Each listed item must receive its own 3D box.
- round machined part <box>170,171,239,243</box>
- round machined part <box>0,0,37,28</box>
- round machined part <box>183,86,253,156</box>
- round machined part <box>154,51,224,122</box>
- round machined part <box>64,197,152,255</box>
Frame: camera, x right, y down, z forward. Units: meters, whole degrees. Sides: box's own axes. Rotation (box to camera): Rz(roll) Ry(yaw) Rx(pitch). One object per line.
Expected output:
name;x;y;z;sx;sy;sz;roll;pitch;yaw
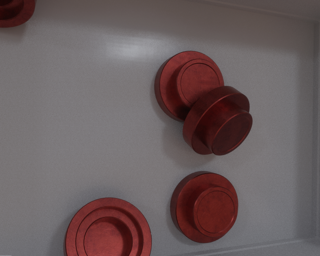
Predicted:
round machined part;0.067;0.111;0.428;0.099;0.042;0.097;0;90;-21
round machined part;-0.175;-0.152;0.312;0.099;0.098;0.042;10;63;-20
round machined part;0.082;-0.002;0.406;0.099;0.042;0.097;-23;136;-24
round machined part;0.046;-0.056;0.419;0.099;0.042;0.097;0;90;-21
round machined part;-0.063;0.136;0.365;0.099;0.042;0.098;11;56;-17
